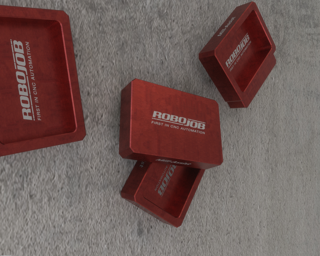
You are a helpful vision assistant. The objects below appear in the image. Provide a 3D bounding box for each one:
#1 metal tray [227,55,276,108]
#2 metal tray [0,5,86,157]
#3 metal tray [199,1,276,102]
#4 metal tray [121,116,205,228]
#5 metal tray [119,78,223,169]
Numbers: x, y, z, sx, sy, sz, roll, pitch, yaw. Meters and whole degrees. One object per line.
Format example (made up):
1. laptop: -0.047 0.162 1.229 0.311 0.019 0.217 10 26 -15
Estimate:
1. metal tray: 0.142 -0.106 0.520 0.130 0.030 0.090 -51 120 -28
2. metal tray: -0.126 -0.045 0.294 0.091 0.030 0.129 -12 98 -39
3. metal tray: 0.119 -0.113 0.460 0.090 0.030 0.130 52 60 -27
4. metal tray: 0.016 0.053 0.414 0.090 0.030 0.130 41 65 -32
5. metal tray: 0.016 -0.002 0.385 0.131 0.030 0.090 11 66 -29
